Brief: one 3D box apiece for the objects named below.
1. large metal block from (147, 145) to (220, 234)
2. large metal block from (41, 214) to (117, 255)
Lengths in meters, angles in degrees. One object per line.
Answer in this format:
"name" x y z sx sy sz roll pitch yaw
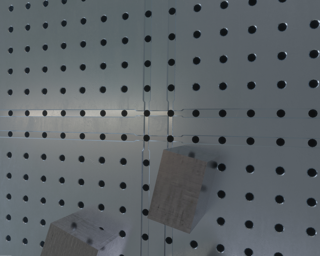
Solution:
"large metal block" 0.032 0.068 0.373 0.050 0.080 0.080 15 95 19
"large metal block" -0.119 0.182 0.442 0.080 0.050 0.080 21 97 18
